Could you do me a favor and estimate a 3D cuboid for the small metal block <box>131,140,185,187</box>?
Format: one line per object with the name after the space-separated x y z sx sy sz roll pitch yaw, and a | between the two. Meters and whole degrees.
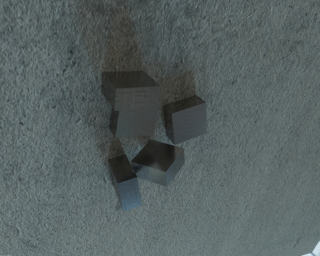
-0.002 0.044 0.404 0.050 0.050 0.025 -47 142 -45 | small metal block

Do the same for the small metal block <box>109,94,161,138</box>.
-0.031 -0.016 0.379 0.050 0.025 0.050 -2 120 -28 | small metal block

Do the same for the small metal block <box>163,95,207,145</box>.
0.035 -0.011 0.419 0.050 0.025 0.050 -19 126 -17 | small metal block

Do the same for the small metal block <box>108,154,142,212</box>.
-0.047 0.072 0.409 0.025 0.050 0.050 -16 125 -16 | small metal block

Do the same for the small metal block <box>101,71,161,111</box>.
-0.034 -0.043 0.345 0.050 0.050 0.025 -6 121 -25 | small metal block
